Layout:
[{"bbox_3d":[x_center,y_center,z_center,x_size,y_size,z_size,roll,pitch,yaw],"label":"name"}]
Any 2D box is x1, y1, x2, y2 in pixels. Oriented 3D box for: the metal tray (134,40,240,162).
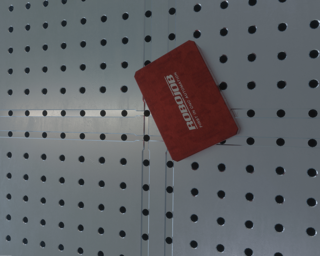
[{"bbox_3d":[0.034,-0.033,0.398,0.090,0.030,0.130,-27,81,18],"label":"metal tray"}]
